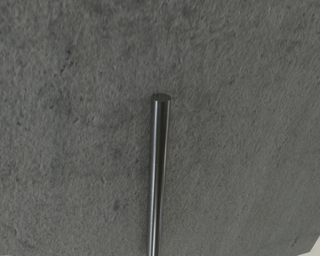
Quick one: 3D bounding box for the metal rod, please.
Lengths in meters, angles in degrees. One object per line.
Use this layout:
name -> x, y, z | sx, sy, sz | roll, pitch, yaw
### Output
metal rod -> -0.005, 0.090, 0.461 | 0.025, 0.025, 0.298 | -11, 124, -23
